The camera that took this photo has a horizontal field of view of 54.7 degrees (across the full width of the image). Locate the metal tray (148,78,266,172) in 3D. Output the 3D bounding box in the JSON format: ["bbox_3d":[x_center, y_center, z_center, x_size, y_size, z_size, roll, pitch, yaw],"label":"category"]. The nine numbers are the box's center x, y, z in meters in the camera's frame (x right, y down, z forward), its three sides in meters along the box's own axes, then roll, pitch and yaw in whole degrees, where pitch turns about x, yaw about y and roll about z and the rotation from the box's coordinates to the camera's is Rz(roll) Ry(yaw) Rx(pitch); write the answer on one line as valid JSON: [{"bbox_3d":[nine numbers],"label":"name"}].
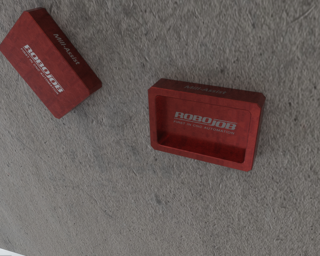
[{"bbox_3d":[0.052,-0.005,0.372,0.130,0.030,0.089,12,124,21],"label":"metal tray"}]

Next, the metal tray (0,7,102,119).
[{"bbox_3d":[-0.153,-0.086,0.431,0.090,0.030,0.130,-29,103,37],"label":"metal tray"}]
